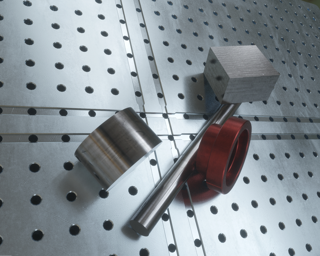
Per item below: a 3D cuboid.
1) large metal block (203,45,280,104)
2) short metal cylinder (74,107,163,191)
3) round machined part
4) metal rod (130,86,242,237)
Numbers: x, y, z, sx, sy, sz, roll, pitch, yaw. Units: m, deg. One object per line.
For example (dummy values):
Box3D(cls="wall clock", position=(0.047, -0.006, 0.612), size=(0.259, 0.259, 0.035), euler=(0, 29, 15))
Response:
Box3D(cls="large metal block", position=(0.124, -0.085, 0.486), size=(0.081, 0.050, 0.080), euler=(-6, 48, -14))
Box3D(cls="short metal cylinder", position=(-0.044, 0.023, 0.335), size=(0.050, 0.080, 0.080), euler=(48, 51, 5))
Box3D(cls="round machined part", position=(0.080, 0.032, 0.397), size=(0.042, 0.097, 0.098), euler=(18, 45, 27))
Box3D(cls="metal rod", position=(0.058, 0.022, 0.425), size=(0.025, 0.025, 0.301), euler=(43, 51, 1))
